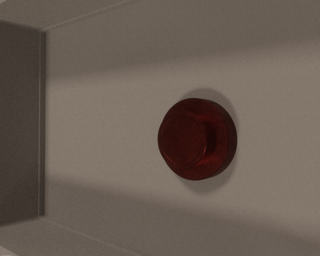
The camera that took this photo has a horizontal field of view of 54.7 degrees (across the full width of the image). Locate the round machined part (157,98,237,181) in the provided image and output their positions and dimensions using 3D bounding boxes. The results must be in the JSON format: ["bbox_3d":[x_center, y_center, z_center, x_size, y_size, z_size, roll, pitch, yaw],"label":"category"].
[{"bbox_3d":[0.036,0.013,0.364,0.098,0.042,0.097,0,90,39],"label":"round machined part"}]
